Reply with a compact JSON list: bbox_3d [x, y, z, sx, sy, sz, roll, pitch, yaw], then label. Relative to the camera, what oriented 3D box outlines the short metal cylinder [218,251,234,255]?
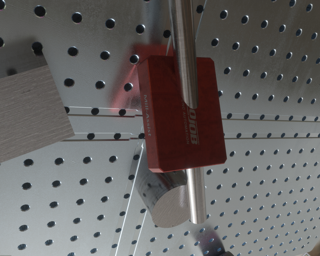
[{"bbox_3d":[0.138,0.304,0.639,0.050,0.080,0.080,-22,127,-15],"label":"short metal cylinder"}]

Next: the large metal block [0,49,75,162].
[{"bbox_3d":[-0.140,-0.022,0.305,0.081,0.050,0.080,-21,127,-16],"label":"large metal block"}]

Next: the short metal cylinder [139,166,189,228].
[{"bbox_3d":[0.015,0.102,0.466,0.081,0.050,0.079,-14,124,-21],"label":"short metal cylinder"}]

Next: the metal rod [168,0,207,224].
[{"bbox_3d":[0.038,-0.001,0.380,0.025,0.025,0.298,-18,119,-18],"label":"metal rod"}]

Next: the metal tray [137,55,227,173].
[{"bbox_3d":[0.027,-0.017,0.366,0.091,0.030,0.129,-4,85,-26],"label":"metal tray"}]
